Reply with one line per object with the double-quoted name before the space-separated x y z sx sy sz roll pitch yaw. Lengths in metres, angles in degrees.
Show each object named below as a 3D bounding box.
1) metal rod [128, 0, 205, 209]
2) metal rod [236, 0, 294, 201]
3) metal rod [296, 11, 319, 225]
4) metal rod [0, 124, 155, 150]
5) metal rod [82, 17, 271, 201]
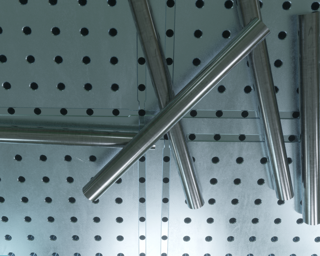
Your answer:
"metal rod" 0.013 -0.023 0.405 0.025 0.025 0.298 -15 110 5
"metal rod" 0.138 -0.035 0.402 0.025 0.025 0.298 -16 110 5
"metal rod" 0.202 0.002 0.416 0.025 0.025 0.298 -10 110 3
"metal rod" -0.157 0.010 0.414 0.302 0.025 0.025 3 110 -2
"metal rod" 0.010 -0.013 0.380 0.025 0.025 0.299 42 104 -14
